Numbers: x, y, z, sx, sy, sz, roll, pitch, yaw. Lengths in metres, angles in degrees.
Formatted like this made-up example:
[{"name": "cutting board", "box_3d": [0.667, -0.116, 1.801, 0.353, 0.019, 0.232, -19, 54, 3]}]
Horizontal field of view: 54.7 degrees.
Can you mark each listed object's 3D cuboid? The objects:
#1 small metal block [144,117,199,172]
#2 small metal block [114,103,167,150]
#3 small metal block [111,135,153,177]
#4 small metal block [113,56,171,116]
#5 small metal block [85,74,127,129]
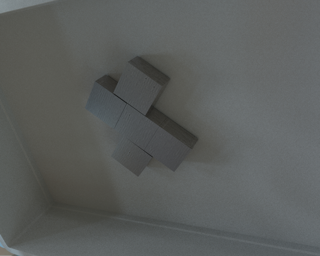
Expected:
[{"name": "small metal block", "box_3d": [0.014, 0.023, 0.412, 0.050, 0.025, 0.050, 36, 129, 4]}, {"name": "small metal block", "box_3d": [-0.027, -0.006, 0.415, 0.050, 0.025, 0.050, 36, 129, 4]}, {"name": "small metal block", "box_3d": [-0.036, 0.035, 0.447, 0.050, 0.025, 0.050, 37, 130, 3]}, {"name": "small metal block", "box_3d": [-0.023, -0.052, 0.386, 0.050, 0.025, 0.050, 36, 128, 4]}, {"name": "small metal block", "box_3d": [-0.068, -0.035, 0.420, 0.050, 0.025, 0.050, 36, 129, 4]}]
